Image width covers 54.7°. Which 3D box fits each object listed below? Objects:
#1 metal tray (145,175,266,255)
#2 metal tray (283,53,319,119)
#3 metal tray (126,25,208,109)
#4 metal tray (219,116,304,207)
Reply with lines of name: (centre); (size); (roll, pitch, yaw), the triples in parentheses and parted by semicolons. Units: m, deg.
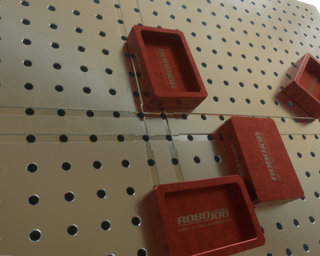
metal tray: (0.055, 0.109, 0.369); (0.131, 0.030, 0.090); (-1, 62, -29)
metal tray: (0.309, -0.088, 0.628); (0.090, 0.030, 0.131); (41, 51, -1)
metal tray: (0.009, -0.093, 0.468); (0.091, 0.030, 0.130); (-3, 63, -30)
metal tray: (0.149, 0.047, 0.459); (0.091, 0.030, 0.130); (2, 61, -28)
